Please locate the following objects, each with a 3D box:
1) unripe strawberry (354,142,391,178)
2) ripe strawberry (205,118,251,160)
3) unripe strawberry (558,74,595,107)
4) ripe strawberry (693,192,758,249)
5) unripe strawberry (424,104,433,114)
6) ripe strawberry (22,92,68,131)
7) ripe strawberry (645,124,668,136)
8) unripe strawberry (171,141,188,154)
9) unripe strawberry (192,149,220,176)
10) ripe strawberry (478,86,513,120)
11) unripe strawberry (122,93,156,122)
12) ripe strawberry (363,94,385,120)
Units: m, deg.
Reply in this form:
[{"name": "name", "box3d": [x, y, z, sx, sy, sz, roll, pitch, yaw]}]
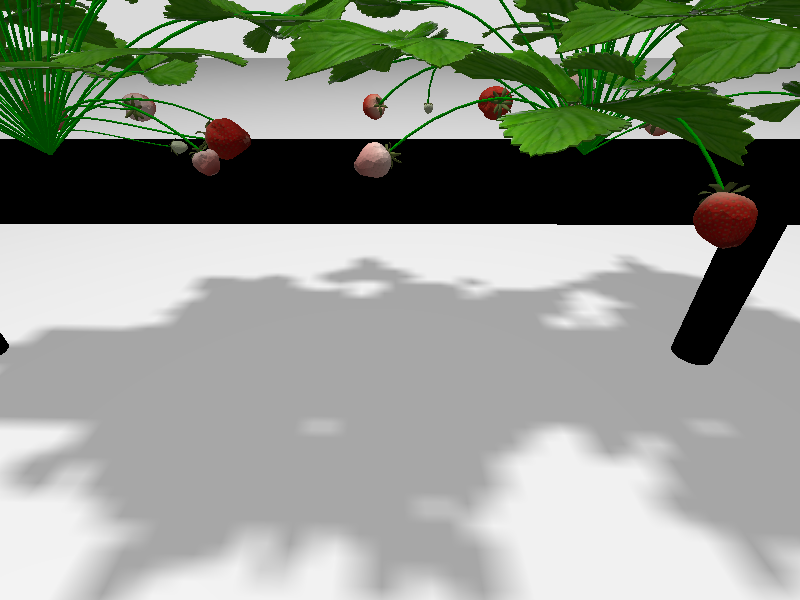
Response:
[{"name": "unripe strawberry", "box3d": [-0.019, -0.094, 0.272, 0.025, 0.022, 0.025, -26, 38, -8]}, {"name": "ripe strawberry", "box3d": [-0.133, -0.125, 0.312, 0.031, 0.030, 0.034, 4, 33, 5]}, {"name": "unripe strawberry", "box3d": [0.226, -0.263, 0.512, 0.042, 0.048, 0.046, 10, 33, 15]}, {"name": "ripe strawberry", "box3d": [0.148, -0.036, 0.182, 0.025, 0.025, 0.021, 1, -9, 2]}, {"name": "unripe strawberry", "box3d": [0.033, -0.226, 0.472, 0.011, 0.011, 0.011, -21, 38, -29]}, {"name": "ripe strawberry", "box3d": [-0.382, -0.204, 0.431, 0.037, 0.039, 0.040, -21, 38, -29]}, {"name": "ripe strawberry", "box3d": [0.262, -0.181, 0.395, 0.033, 0.035, 0.031, -21, 38, -31]}, {"name": "unripe strawberry", "box3d": [-0.185, -0.128, 0.336, 0.012, 0.010, 0.012, 0, 33, -1]}, {"name": "unripe strawberry", "box3d": [-0.135, -0.095, 0.279, 0.017, 0.017, 0.019, -21, 20, 34]}, {"name": "ripe strawberry", "box3d": [0.112, -0.235, 0.478, 0.041, 0.036, 0.037, -7, 27, -11]}, {"name": "unripe strawberry", "box3d": [-0.306, -0.228, 0.473, 0.034, 0.030, 0.031, -2, 32, -3]}, {"name": "ripe strawberry", "box3d": [-0.034, -0.237, 0.492, 0.027, 0.029, 0.029, -28, 28, -36]}]
